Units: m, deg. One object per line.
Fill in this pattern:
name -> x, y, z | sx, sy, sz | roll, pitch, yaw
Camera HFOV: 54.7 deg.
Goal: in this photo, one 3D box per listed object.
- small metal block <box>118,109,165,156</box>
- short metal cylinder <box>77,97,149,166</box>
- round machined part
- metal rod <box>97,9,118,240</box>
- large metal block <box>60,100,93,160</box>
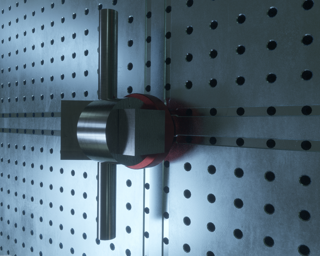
small metal block -> -0.020, 0.004, 0.353 | 0.025, 0.050, 0.050 | 2, 91, 40
short metal cylinder -> -0.051, 0.004, 0.374 | 0.050, 0.081, 0.079 | 1, 91, 40
round machined part -> -0.020, 0.004, 0.411 | 0.098, 0.042, 0.097 | 0, 90, 39
metal rod -> -0.070, -0.004, 0.410 | 0.025, 0.025, 0.298 | 1, 91, 39
large metal block -> -0.108, 0.002, 0.452 | 0.050, 0.080, 0.079 | 1, 91, -1
